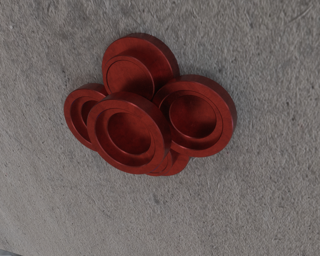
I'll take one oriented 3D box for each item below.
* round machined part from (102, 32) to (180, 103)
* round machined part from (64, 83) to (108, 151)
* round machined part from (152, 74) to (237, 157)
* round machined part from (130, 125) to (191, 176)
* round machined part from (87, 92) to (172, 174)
[{"bbox_3d":[-0.029,-0.061,0.373,0.098,0.042,0.097,13,124,20],"label":"round machined part"},{"bbox_3d":[-0.079,-0.017,0.427,0.098,0.042,0.097,13,124,20],"label":"round machined part"},{"bbox_3d":[0.042,-0.017,0.364,0.098,0.042,0.097,13,124,20],"label":"round machined part"},{"bbox_3d":[-0.007,0.026,0.415,0.098,0.042,0.097,13,124,20],"label":"round machined part"},{"bbox_3d":[-0.031,0.002,0.359,0.098,0.042,0.097,13,124,20],"label":"round machined part"}]
